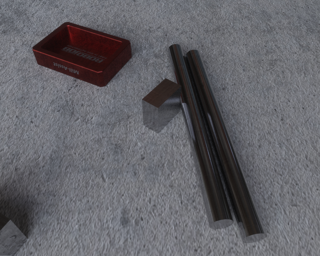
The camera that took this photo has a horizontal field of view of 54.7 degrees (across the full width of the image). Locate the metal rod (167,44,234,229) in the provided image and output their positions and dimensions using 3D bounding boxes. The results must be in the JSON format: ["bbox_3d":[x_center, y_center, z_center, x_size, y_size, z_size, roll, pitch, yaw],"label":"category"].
[{"bbox_3d":[0.044,-0.014,0.415,0.025,0.025,0.300,-5,50,-5],"label":"metal rod"}]

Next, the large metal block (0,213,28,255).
[{"bbox_3d":[-0.191,0.111,0.291,0.080,0.050,0.080,23,54,18],"label":"large metal block"}]

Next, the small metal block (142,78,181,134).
[{"bbox_3d":[0.003,-0.029,0.412,0.025,0.050,0.050,30,56,22],"label":"small metal block"}]

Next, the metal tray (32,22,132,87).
[{"bbox_3d":[-0.124,-0.122,0.500,0.130,0.030,0.090,21,53,16],"label":"metal tray"}]

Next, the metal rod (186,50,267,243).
[{"bbox_3d":[0.074,-0.003,0.406,0.025,0.025,0.300,-6,50,-5],"label":"metal rod"}]
